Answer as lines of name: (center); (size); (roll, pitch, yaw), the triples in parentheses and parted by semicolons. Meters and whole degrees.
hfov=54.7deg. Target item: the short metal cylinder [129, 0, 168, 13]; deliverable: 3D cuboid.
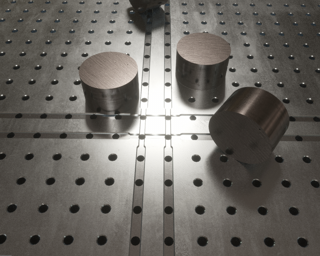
short metal cylinder: (-0.026, -0.271, 0.599); (0.050, 0.080, 0.080); (-29, 56, -22)

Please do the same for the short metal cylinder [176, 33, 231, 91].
short metal cylinder: (0.065, -0.103, 0.479); (0.081, 0.050, 0.080); (0, 50, 0)

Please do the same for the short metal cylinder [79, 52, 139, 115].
short metal cylinder: (-0.071, -0.065, 0.445); (0.081, 0.050, 0.080); (0, 50, 0)

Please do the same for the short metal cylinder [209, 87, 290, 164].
short metal cylinder: (0.107, -0.003, 0.376); (0.080, 0.080, 0.050); (30, 56, 22)
